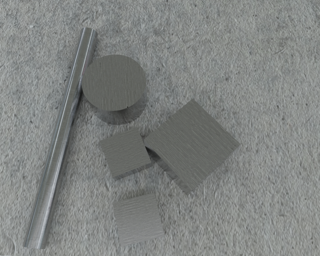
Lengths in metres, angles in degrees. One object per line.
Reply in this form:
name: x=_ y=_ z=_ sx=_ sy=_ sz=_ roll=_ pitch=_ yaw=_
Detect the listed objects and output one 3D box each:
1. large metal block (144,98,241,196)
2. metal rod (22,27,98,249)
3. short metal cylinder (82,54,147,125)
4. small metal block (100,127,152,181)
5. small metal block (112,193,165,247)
large metal block: x=0.038 y=0.025 z=0.386 sx=0.080 sy=0.050 sz=0.080 roll=-40 pitch=75 yaw=-14
metal rod: x=-0.125 y=-0.002 z=0.407 sx=0.025 sy=0.025 sz=0.299 roll=7 pitch=70 yaw=2
short metal cylinder: x=-0.058 y=-0.050 z=0.412 sx=0.081 sy=0.050 sz=0.080 roll=0 pitch=70 yaw=0
small metal block: x=-0.043 y=0.033 z=0.395 sx=0.050 sy=0.025 sz=0.050 roll=-21 pitch=72 yaw=-8
small metal block: x=-0.025 y=0.109 z=0.368 sx=0.050 sy=0.025 sz=0.050 roll=-13 pitch=71 yaw=-5
